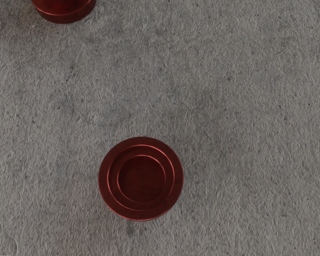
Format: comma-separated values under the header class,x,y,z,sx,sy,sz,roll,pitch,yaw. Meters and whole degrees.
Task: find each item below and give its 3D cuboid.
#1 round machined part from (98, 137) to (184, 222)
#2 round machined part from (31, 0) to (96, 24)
class,x,y,z,sx,sy,sz,roll,pitch,yaw
round machined part,-0.022,0.063,0.376,0.099,0.042,0.098,0,70,0
round machined part,-0.150,-0.214,0.476,0.099,0.042,0.098,0,70,0
